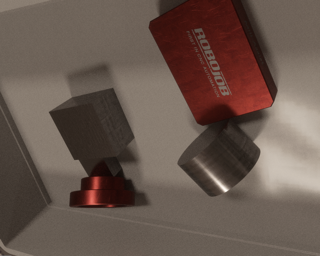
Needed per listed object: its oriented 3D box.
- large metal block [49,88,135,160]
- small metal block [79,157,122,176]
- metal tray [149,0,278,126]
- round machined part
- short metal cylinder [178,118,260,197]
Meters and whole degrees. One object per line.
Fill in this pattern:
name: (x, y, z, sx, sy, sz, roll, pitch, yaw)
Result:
large metal block: (-0.095, -0.004, 0.438, 0.080, 0.050, 0.080, -8, 115, 31)
small metal block: (-0.096, 0.053, 0.490, 0.050, 0.025, 0.050, -13, 112, 33)
metal tray: (0.057, -0.073, 0.329, 0.090, 0.030, 0.130, -17, 110, 34)
round machined part: (-0.089, 0.100, 0.482, 0.098, 0.098, 0.042, -13, 69, 33)
short metal cylinder: (0.067, 0.032, 0.357, 0.050, 0.080, 0.080, 46, 129, -4)
